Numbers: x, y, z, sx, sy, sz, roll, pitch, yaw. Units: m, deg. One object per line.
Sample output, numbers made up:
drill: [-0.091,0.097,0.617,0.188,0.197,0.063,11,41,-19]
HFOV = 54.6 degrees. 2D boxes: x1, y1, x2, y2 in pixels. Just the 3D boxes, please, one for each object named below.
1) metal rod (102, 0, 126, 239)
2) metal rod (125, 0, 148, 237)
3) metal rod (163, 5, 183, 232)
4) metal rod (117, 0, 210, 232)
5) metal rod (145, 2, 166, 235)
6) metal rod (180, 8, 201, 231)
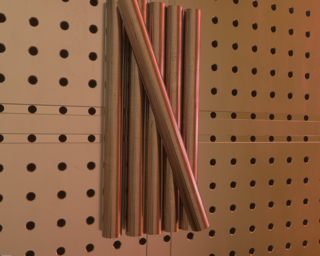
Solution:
metal rod: [-0.058,-0.015,0.390,0.025,0.025,0.298,1,90,-20]
metal rod: [-0.030,-0.013,0.400,0.025,0.025,0.298,1,90,-20]
metal rod: [0.016,-0.012,0.419,0.025,0.025,0.298,1,90,-20]
metal rod: [0.007,-0.012,0.388,0.025,0.025,0.299,-20,97,-19]
metal rod: [-0.007,-0.013,0.409,0.025,0.025,0.298,1,90,-20]
metal rod: [0.041,-0.012,0.428,0.025,0.025,0.298,1,90,-20]
